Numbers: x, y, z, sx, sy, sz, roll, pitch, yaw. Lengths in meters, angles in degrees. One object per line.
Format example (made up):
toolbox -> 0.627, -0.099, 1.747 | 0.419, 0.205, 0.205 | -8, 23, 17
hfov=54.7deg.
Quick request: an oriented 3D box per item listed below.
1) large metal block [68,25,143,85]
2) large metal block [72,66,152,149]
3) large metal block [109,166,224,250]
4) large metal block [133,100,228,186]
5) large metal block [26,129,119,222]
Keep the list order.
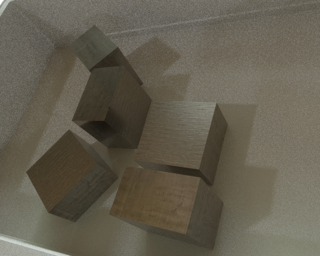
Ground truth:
large metal block -> -0.081, -0.096, 0.468 | 0.050, 0.080, 0.080 | -40, 51, -2
large metal block -> -0.060, -0.025, 0.416 | 0.050, 0.080, 0.080 | 1, 62, 28
large metal block -> 0.010, 0.081, 0.314 | 0.080, 0.080, 0.050 | 4, 64, 30
large metal block -> 0.026, 0.016, 0.365 | 0.080, 0.050, 0.080 | 5, 64, 30
large metal block -> -0.117, 0.062, 0.411 | 0.080, 0.050, 0.080 | -46, 51, -4
